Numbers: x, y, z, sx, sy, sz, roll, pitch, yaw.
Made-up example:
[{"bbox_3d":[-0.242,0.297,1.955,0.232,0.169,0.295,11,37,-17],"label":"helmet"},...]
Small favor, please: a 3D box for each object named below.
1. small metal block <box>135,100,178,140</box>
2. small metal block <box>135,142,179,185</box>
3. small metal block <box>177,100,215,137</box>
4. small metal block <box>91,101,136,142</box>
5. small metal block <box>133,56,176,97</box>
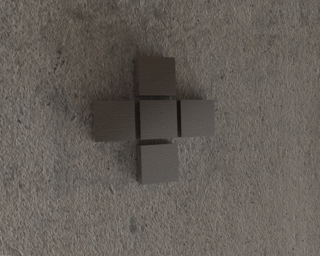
[{"bbox_3d":[-0.006,-0.011,0.409,0.050,0.025,0.050,-2,91,-20],"label":"small metal block"},{"bbox_3d":[-0.004,0.046,0.410,0.050,0.025,0.050,-2,91,-20],"label":"small metal block"},{"bbox_3d":[0.047,-0.013,0.429,0.050,0.025,0.050,-2,91,-20],"label":"small metal block"},{"bbox_3d":[-0.059,-0.009,0.389,0.050,0.025,0.050,-2,91,-20],"label":"small metal block"},{"bbox_3d":[-0.007,-0.067,0.408,0.050,0.025,0.050,-2,91,-20],"label":"small metal block"}]
